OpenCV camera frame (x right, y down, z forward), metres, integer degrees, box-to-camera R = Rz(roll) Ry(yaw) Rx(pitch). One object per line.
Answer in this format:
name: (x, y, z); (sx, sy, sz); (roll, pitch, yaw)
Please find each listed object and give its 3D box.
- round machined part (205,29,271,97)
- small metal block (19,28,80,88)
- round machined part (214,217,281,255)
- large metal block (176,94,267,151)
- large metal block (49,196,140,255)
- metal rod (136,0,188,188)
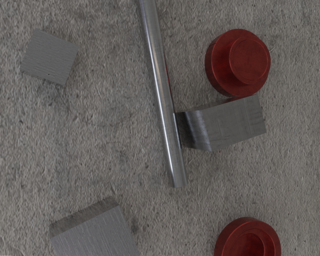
round machined part: (0.117, -0.094, 0.443); (0.099, 0.042, 0.097); (0, 90, -20)
small metal block: (-0.128, -0.080, 0.362); (0.050, 0.025, 0.050); (21, 83, -19)
round machined part: (0.120, 0.176, 0.445); (0.099, 0.042, 0.097); (0, 90, -20)
large metal block: (0.077, -0.008, 0.408); (0.081, 0.080, 0.050); (-16, 96, -19)
large metal block: (-0.076, 0.139, 0.368); (0.081, 0.050, 0.080); (-23, 98, -19)
metal rod: (-0.001, -0.070, 0.408); (0.025, 0.025, 0.298); (-12, 94, -20)
